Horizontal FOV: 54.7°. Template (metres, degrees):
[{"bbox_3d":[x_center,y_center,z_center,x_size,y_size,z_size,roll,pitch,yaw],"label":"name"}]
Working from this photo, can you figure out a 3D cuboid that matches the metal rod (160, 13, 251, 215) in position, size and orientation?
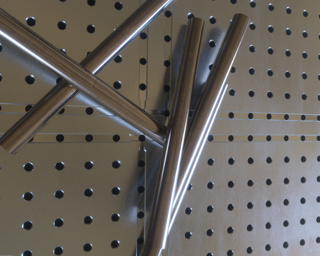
[{"bbox_3d":[0.056,-0.017,0.413,0.025,0.025,0.299,26,81,-19],"label":"metal rod"}]

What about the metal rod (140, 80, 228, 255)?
[{"bbox_3d":[0.028,0.072,0.424,0.025,0.025,0.299,26,81,-19],"label":"metal rod"}]

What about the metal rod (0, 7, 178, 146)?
[{"bbox_3d":[-0.088,-0.055,0.353,0.301,0.025,0.025,35,79,-28],"label":"metal rod"}]

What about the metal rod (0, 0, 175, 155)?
[{"bbox_3d":[-0.076,-0.086,0.385,0.025,0.025,0.301,46,75,-15],"label":"metal rod"}]

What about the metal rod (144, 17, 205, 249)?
[{"bbox_3d":[0.022,-0.006,0.394,0.025,0.025,0.299,17,74,-20],"label":"metal rod"}]
